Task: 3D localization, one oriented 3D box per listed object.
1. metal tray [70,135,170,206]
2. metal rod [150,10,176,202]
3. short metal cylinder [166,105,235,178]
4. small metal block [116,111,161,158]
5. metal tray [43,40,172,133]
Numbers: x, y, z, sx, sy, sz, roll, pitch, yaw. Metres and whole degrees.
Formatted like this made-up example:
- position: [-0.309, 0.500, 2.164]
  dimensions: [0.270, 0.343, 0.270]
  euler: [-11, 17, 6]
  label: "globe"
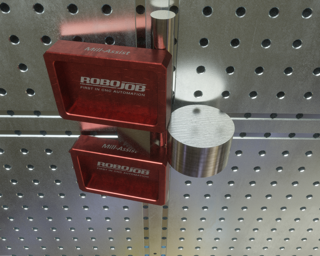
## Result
- position: [-0.053, 0.061, 0.437]
  dimensions: [0.131, 0.030, 0.089]
  euler: [8, 131, 9]
  label: "metal tray"
- position: [0.002, 0.000, 0.406]
  dimensions: [0.025, 0.025, 0.298]
  euler: [0, 130, 0]
  label: "metal rod"
- position: [0.048, 0.015, 0.384]
  dimensions: [0.081, 0.080, 0.050]
  euler: [0, 130, 0]
  label: "short metal cylinder"
- position: [-0.027, 0.004, 0.396]
  dimensions: [0.050, 0.025, 0.050]
  euler: [22, 135, 23]
  label: "small metal block"
- position: [-0.054, -0.045, 0.346]
  dimensions: [0.131, 0.030, 0.089]
  euler: [8, 131, 9]
  label: "metal tray"
